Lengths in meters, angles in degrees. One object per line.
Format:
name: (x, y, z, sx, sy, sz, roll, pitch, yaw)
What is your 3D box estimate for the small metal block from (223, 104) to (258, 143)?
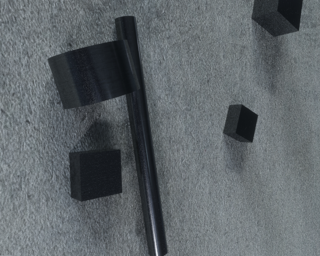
small metal block: (0.137, -0.007, 0.522, 0.050, 0.025, 0.050, 25, 74, -38)

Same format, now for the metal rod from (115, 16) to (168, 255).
metal rod: (-0.022, 0.016, 0.388, 0.025, 0.025, 0.298, -13, 99, -40)

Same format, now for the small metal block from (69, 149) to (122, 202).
small metal block: (-0.071, 0.050, 0.347, 0.050, 0.025, 0.050, -4, 93, -40)

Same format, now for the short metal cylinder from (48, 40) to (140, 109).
short metal cylinder: (-0.066, -0.055, 0.315, 0.081, 0.080, 0.050, -24, 106, -38)

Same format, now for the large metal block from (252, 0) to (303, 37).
large metal block: (0.220, -0.229, 0.576, 0.080, 0.050, 0.080, 18, 79, -39)
